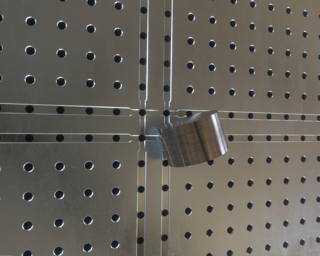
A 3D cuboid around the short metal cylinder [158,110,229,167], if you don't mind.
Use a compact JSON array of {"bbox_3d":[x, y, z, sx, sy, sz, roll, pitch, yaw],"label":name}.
[{"bbox_3d":[0.043,0.013,0.400,0.081,0.080,0.050,-19,97,-19],"label":"short metal cylinder"}]
